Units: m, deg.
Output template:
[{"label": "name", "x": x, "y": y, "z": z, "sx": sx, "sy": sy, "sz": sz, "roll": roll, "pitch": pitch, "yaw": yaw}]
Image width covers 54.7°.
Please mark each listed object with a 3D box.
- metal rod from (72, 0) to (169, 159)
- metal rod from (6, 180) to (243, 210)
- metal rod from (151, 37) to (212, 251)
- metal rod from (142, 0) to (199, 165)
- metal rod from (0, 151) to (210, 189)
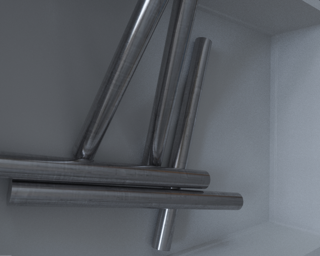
[{"label": "metal rod", "x": -0.017, "y": -0.095, "z": 0.288, "sx": 0.025, "sy": 0.025, "sz": 0.298, "roll": 11, "pitch": 117, "yaw": -40}, {"label": "metal rod", "x": -0.015, "y": 0.083, "z": 0.369, "sx": 0.302, "sy": 0.025, "sz": 0.025, "roll": 10, "pitch": 83, "yaw": -32}, {"label": "metal rod", "x": 0.033, "y": 0.015, "z": 0.433, "sx": 0.025, "sy": 0.025, "sz": 0.299, "roll": 21, "pitch": 77, "yaw": -38}, {"label": "metal rod", "x": 0.017, "y": -0.083, "z": 0.333, "sx": 0.025, "sy": 0.025, "sz": 0.298, "roll": -12, "pitch": 126, "yaw": -39}, {"label": "metal rod", "x": -0.064, "y": 0.048, "z": 0.334, "sx": 0.302, "sy": 0.025, "sz": 0.025, "roll": 10, "pitch": 84, "yaw": -34}]
